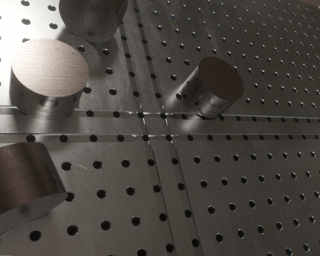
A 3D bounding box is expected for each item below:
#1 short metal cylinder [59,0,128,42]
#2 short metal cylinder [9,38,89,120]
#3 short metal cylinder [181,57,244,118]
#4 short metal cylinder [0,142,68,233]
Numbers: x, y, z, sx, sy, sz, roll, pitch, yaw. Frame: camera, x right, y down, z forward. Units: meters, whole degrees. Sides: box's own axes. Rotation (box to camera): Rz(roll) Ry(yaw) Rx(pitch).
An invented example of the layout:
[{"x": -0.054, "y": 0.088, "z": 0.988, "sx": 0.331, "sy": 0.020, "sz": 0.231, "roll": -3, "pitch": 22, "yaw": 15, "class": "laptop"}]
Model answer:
[{"x": -0.090, "y": -0.166, "z": 0.427, "sx": 0.080, "sy": 0.080, "sz": 0.050, "roll": 25, "pitch": 53, "yaw": -14, "class": "short metal cylinder"}, {"x": -0.128, "y": -0.056, "z": 0.358, "sx": 0.081, "sy": 0.050, "sz": 0.080, "roll": 14, "pitch": 56, "yaw": -21, "class": "short metal cylinder"}, {"x": 0.080, "y": -0.062, "z": 0.475, "sx": 0.081, "sy": 0.050, "sz": 0.080, "roll": 14, "pitch": 56, "yaw": -21, "class": "short metal cylinder"}, {"x": -0.129, "y": 0.054, "z": 0.271, "sx": 0.081, "sy": 0.080, "sz": 0.050, "roll": -19, "pitch": 72, "yaw": -36, "class": "short metal cylinder"}]
